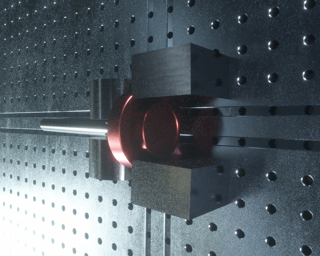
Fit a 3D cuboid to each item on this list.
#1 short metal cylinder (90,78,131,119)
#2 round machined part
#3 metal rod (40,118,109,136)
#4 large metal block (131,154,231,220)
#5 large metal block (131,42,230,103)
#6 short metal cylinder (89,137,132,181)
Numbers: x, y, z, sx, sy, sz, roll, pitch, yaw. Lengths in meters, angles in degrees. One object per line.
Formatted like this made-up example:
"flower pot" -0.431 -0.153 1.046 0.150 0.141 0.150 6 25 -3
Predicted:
"short metal cylinder" -0.053 -0.037 0.418 0.080 0.081 0.050 1 91 40
"round machined part" -0.012 0.002 0.371 0.042 0.099 0.097 1 91 40
"metal rod" -0.107 -0.001 0.483 0.300 0.025 0.025 3 92 44
"large metal block" 0.024 0.062 0.354 0.080 0.081 0.050 4 93 40
"large metal block" 0.025 -0.058 0.354 0.080 0.081 0.050 0 90 40
"short metal cylinder" -0.054 0.038 0.418 0.080 0.081 0.050 2 92 40
